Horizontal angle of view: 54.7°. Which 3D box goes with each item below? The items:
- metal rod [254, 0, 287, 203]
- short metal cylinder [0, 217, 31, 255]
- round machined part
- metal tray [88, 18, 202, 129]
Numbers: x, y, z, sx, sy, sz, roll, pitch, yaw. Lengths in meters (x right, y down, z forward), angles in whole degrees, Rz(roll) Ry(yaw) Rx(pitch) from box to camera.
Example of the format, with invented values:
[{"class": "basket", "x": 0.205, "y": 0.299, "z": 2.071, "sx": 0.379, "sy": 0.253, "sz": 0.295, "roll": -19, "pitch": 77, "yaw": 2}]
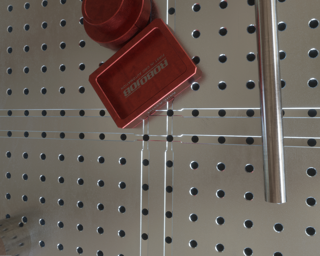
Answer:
[{"class": "metal rod", "x": 0.129, "y": -0.064, "z": 0.366, "sx": 0.025, "sy": 0.025, "sz": 0.298, "roll": -3, "pitch": 89, "yaw": 20}, {"class": "short metal cylinder", "x": -0.254, "y": 0.187, "z": 0.489, "sx": 0.080, "sy": 0.050, "sz": 0.080, "roll": 0, "pitch": 90, "yaw": 20}, {"class": "round machined part", "x": -0.065, "y": -0.160, "z": 0.416, "sx": 0.098, "sy": 0.042, "sz": 0.098, "roll": -6, "pitch": 77, "yaw": 26}, {"class": "metal tray", "x": -0.022, "y": -0.070, "z": 0.417, "sx": 0.130, "sy": 0.030, "sz": 0.090, "roll": -36, "pitch": 79, "yaw": 16}]
